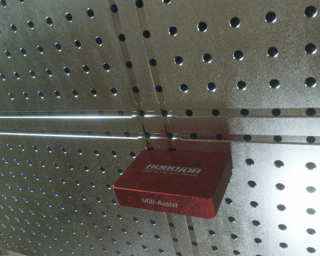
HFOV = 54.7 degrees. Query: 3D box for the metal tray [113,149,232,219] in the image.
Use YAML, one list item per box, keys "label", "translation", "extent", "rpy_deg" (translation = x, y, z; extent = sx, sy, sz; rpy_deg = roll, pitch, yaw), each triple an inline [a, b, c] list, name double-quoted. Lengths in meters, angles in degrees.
- label: "metal tray"
  translation: [0.018, 0.066, 0.399]
  extent: [0.130, 0.090, 0.030]
  rpy_deg: [1, 119, 27]
